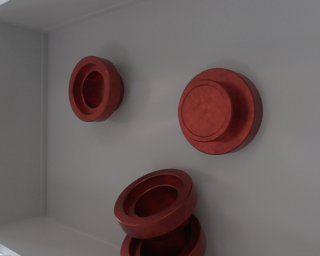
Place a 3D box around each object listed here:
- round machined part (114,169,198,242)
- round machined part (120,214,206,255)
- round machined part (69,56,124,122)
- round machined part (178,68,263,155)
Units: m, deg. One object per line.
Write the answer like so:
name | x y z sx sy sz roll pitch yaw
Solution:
round machined part | -0.001 0.095 0.371 0.098 0.099 0.042 -3 120 40
round machined part | 0.007 0.144 0.363 0.098 0.099 0.042 -2 119 40
round machined part | -0.093 -0.058 0.473 0.098 0.042 0.097 0 90 40
round machined part | 0.059 -0.019 0.347 0.098 0.042 0.097 0 90 40
